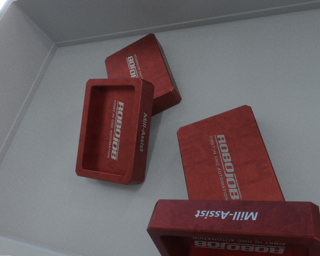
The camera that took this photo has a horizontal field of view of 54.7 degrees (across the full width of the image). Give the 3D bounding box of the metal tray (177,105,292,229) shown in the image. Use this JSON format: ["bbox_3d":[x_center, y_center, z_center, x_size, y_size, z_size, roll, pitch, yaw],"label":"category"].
[{"bbox_3d":[0.074,0.046,0.336,0.090,0.030,0.130,-20,54,16],"label":"metal tray"}]

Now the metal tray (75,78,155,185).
[{"bbox_3d":[-0.059,0.002,0.402,0.090,0.030,0.129,4,86,30],"label":"metal tray"}]

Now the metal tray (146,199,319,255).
[{"bbox_3d":[0.065,0.101,0.262,0.130,0.090,0.030,-5,37,24],"label":"metal tray"}]

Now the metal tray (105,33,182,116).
[{"bbox_3d":[-0.029,-0.074,0.464,0.090,0.030,0.130,-26,53,12],"label":"metal tray"}]
